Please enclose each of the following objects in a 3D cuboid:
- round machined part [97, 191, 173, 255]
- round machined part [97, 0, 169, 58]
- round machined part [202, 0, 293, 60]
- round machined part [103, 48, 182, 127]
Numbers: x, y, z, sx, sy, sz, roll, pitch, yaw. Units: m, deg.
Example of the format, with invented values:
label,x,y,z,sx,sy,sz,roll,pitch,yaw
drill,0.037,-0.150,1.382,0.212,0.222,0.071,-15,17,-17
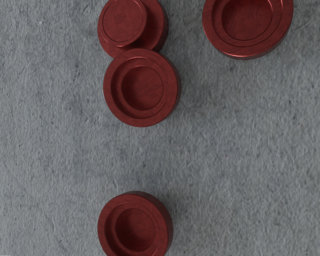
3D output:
label,x,y,z,sx,sy,sz,roll,pitch,yaw
round machined part,-0.029,0.131,0.409,0.098,0.042,0.097,0,90,19
round machined part,-0.041,-0.138,0.414,0.098,0.042,0.097,0,90,19
round machined part,0.102,-0.128,0.364,0.098,0.042,0.097,0,90,19
round machined part,-0.020,-0.052,0.401,0.098,0.042,0.097,3,100,16
